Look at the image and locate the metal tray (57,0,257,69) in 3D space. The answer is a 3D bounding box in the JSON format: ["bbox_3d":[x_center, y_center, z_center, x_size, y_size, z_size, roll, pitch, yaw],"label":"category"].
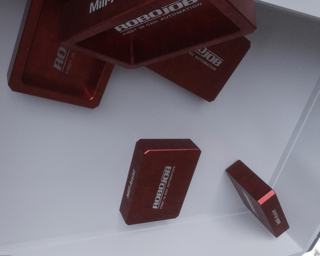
[{"bbox_3d":[-0.004,-0.084,0.241,0.091,0.130,0.030,7,77,-54],"label":"metal tray"}]

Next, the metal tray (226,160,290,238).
[{"bbox_3d":[0.168,0.122,0.533,0.030,0.090,0.130,-37,129,-3],"label":"metal tray"}]

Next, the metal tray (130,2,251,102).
[{"bbox_3d":[0.038,-0.095,0.367,0.131,0.030,0.090,23,106,-37],"label":"metal tray"}]

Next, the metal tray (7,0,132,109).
[{"bbox_3d":[-0.085,-0.090,0.303,0.091,0.030,0.129,12,112,-34],"label":"metal tray"}]

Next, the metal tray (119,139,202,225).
[{"bbox_3d":[-0.001,0.079,0.453,0.091,0.030,0.129,1,118,-29],"label":"metal tray"}]
